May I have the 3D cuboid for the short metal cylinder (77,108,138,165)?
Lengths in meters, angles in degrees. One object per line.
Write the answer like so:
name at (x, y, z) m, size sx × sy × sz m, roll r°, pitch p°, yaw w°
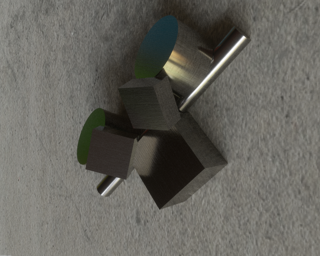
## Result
short metal cylinder at (-0.074, 0.018, 0.431) m, size 0.080 × 0.050 × 0.080 m, roll -32°, pitch 47°, yaw 43°

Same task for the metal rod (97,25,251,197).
metal rod at (0.002, -0.004, 0.403) m, size 0.299 × 0.025 × 0.025 m, roll -48°, pitch 62°, yaw 28°

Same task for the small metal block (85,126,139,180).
small metal block at (-0.057, 0.029, 0.370) m, size 0.050 × 0.025 × 0.050 m, roll 14°, pitch 101°, yaw 6°

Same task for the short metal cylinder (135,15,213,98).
short metal cylinder at (0.014, -0.081, 0.358) m, size 0.080 × 0.050 × 0.080 m, roll -32°, pitch 47°, yaw 43°

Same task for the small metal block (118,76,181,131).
small metal block at (-0.011, -0.026, 0.332) m, size 0.050 × 0.025 × 0.050 m, roll 3°, pitch 123°, yaw 39°

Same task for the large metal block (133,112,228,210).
large metal block at (0.018, 0.037, 0.371) m, size 0.080 × 0.050 × 0.080 m, roll -49°, pitch 62°, yaw 29°
